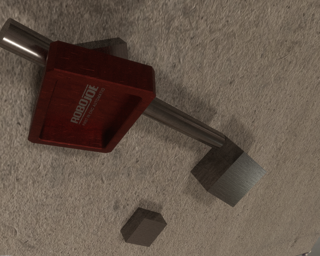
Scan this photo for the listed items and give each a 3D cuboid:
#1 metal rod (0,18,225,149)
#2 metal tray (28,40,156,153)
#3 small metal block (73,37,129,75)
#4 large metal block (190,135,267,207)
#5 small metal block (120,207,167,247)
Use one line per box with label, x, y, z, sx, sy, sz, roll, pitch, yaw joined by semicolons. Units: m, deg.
metal rod;-0.022;-0.030;0.347;0.301;0.025;0.025;25;105;-40
metal tray;-0.071;-0.020;0.301;0.091;0.030;0.129;11;148;-24
small metal block;-0.061;-0.066;0.333;0.050;0.025;0.050;-16;125;-20
large metal block;0.111;0.070;0.497;0.080;0.050;0.080;-49;129;6
small metal block;-0.026;0.158;0.493;0.050;0.025;0.050;29;102;-38
